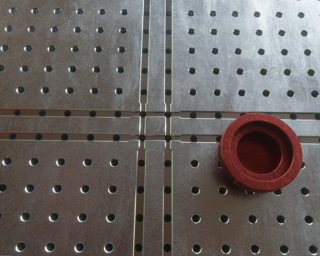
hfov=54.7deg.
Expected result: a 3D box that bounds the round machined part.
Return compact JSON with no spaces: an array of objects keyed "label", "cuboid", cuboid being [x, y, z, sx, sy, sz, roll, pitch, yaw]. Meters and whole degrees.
[{"label":"round machined part","cuboid":[0.122,0.033,0.392,0.099,0.042,0.098,0,70,-1]}]
